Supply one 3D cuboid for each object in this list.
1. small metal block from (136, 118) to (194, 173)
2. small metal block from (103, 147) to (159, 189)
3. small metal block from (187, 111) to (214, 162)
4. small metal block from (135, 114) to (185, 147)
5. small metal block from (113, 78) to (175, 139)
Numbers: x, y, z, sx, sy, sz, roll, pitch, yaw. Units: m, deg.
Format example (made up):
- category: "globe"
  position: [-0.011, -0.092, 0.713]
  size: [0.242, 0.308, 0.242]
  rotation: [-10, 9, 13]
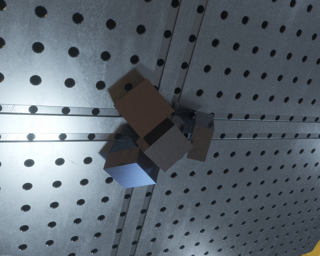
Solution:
- category: "small metal block"
  position: [0.007, 0.021, 0.394]
  size: [0.050, 0.025, 0.050]
  rotation: [-42, 130, 0]
- category: "small metal block"
  position: [-0.037, 0.053, 0.407]
  size: [0.050, 0.025, 0.050]
  rotation: [-14, 135, 26]
- category: "small metal block"
  position: [0.056, 0.011, 0.428]
  size: [0.025, 0.050, 0.050]
  rotation: [13, 116, 2]
- category: "small metal block"
  position: [0.000, 0.009, 0.416]
  size: [0.050, 0.025, 0.050]
  rotation: [1, 120, -29]
- category: "small metal block"
  position: [-0.019, -0.023, 0.370]
  size: [0.050, 0.025, 0.050]
  rotation: [-40, 94, -1]
